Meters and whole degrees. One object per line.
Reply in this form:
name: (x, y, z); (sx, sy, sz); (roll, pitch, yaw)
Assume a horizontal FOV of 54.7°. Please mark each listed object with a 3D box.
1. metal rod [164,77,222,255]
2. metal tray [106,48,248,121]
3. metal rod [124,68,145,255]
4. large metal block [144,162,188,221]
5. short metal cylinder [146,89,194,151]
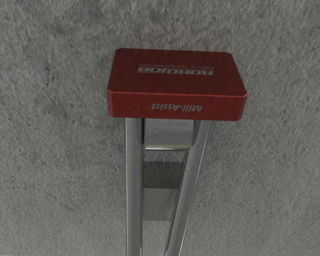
metal rod: (0.037, 0.073, 0.410); (0.025, 0.025, 0.298); (6, 115, -6)
metal tray: (0.016, -0.048, 0.325); (0.131, 0.090, 0.030); (2, 130, -2)
metal rod: (-0.034, 0.070, 0.408); (0.025, 0.025, 0.298); (1, 115, -2)
large metal block: (0.001, 0.098, 0.473); (0.081, 0.050, 0.079); (1, 130, -2)
short metal cylinder: (0.009, -0.013, 0.363); (0.050, 0.080, 0.079); (1, 130, -2)
